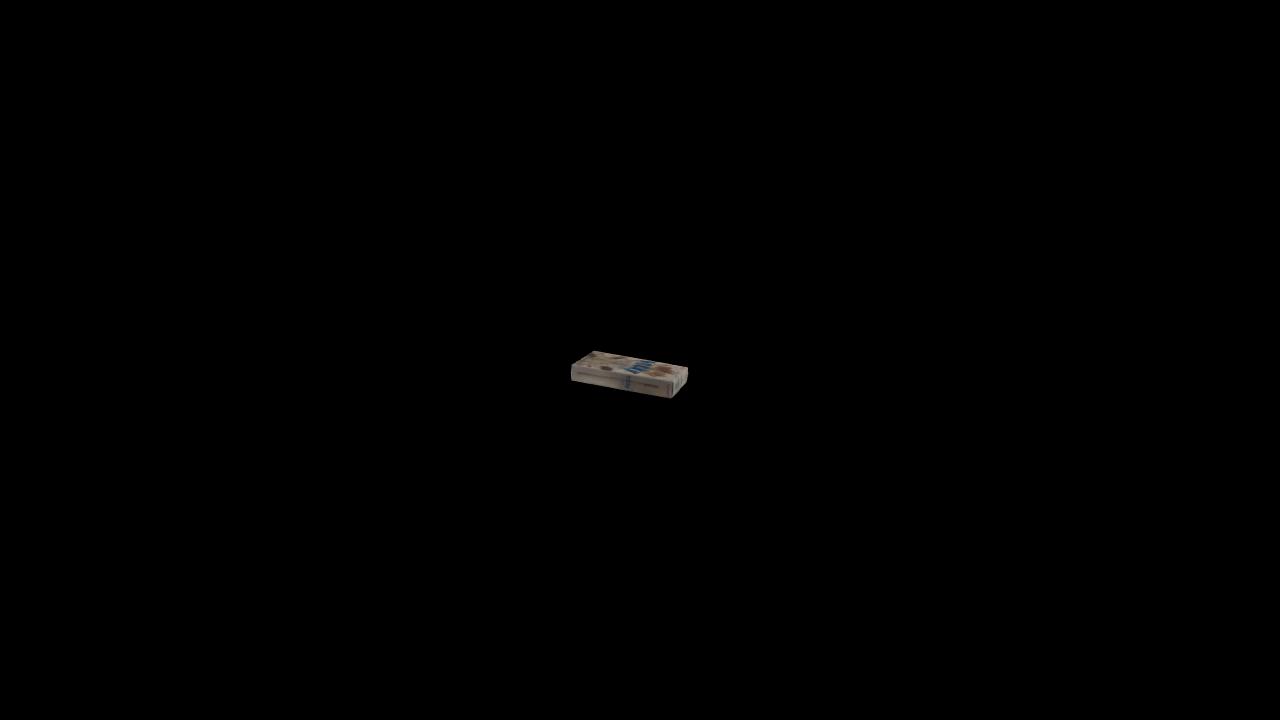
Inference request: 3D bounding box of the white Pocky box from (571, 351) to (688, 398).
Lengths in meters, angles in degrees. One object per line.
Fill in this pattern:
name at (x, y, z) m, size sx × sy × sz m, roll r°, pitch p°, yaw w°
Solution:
white Pocky box at (-0.014, 0.020, 0.894) m, size 0.154 × 0.028 × 0.084 m, roll 10°, pitch 17°, yaw 17°
